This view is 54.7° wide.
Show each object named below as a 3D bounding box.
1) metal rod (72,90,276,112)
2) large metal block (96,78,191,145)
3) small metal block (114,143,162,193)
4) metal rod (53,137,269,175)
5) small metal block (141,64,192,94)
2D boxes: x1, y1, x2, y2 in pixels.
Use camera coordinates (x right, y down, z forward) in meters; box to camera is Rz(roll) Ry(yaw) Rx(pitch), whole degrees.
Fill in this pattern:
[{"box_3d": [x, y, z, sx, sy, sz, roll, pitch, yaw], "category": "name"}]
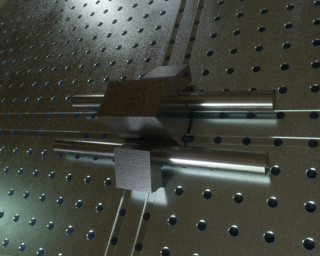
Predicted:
[{"box_3d": [-0.001, -0.036, 0.426, 0.300, 0.025, 0.025, 2, 63, 29], "category": "metal rod"}, {"box_3d": [-0.017, -0.016, 0.386, 0.080, 0.080, 0.050, 2, 63, 29], "category": "large metal block"}, {"box_3d": [-0.026, 0.047, 0.373, 0.050, 0.025, 0.050, 3, 101, 29], "category": "small metal block"}, {"box_3d": [-0.020, 0.032, 0.395, 0.300, 0.025, 0.025, 2, 63, 29], "category": "metal rod"}, {"box_3d": [0.010, -0.066, 0.424, 0.050, 0.025, 0.050, 1, 28, 28], "category": "small metal block"}]
